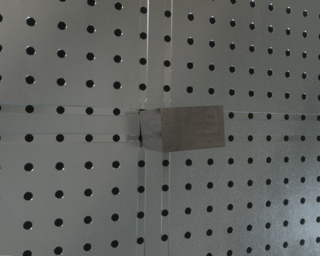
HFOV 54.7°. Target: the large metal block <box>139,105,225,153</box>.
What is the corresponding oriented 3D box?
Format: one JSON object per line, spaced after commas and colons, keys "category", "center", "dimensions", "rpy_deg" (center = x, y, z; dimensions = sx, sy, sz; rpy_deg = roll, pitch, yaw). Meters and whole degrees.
{"category": "large metal block", "center": [0.025, 0.000, 0.394], "dimensions": [0.081, 0.080, 0.050], "rpy_deg": [-4, 92, -20]}
